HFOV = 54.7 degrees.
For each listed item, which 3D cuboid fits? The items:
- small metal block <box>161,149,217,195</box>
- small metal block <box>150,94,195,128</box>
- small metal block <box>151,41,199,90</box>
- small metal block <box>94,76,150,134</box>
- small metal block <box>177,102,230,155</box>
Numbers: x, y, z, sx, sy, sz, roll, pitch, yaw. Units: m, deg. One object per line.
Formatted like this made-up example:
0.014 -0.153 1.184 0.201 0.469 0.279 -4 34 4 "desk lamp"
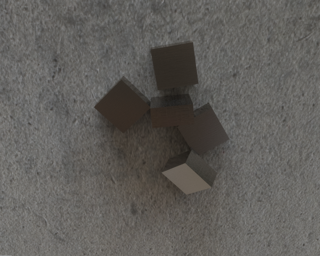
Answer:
0.039 0.061 0.420 0.050 0.025 0.050 43 139 -15 "small metal block"
0.015 -0.022 0.388 0.050 0.050 0.025 -6 110 2 "small metal block"
0.018 -0.077 0.382 0.050 0.025 0.050 -9 110 3 "small metal block"
-0.047 -0.030 0.398 0.050 0.025 0.050 -43 105 14 "small metal block"
0.056 0.002 0.412 0.050 0.025 0.050 -29 108 10 "small metal block"
